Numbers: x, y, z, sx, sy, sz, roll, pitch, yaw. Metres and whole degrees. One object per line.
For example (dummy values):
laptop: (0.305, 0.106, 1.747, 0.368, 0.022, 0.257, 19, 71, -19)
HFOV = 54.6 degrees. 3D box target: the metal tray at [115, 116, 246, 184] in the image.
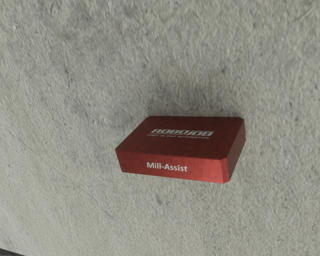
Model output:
metal tray: (0.026, 0.020, 0.363, 0.130, 0.090, 0.030, 2, 119, 27)
